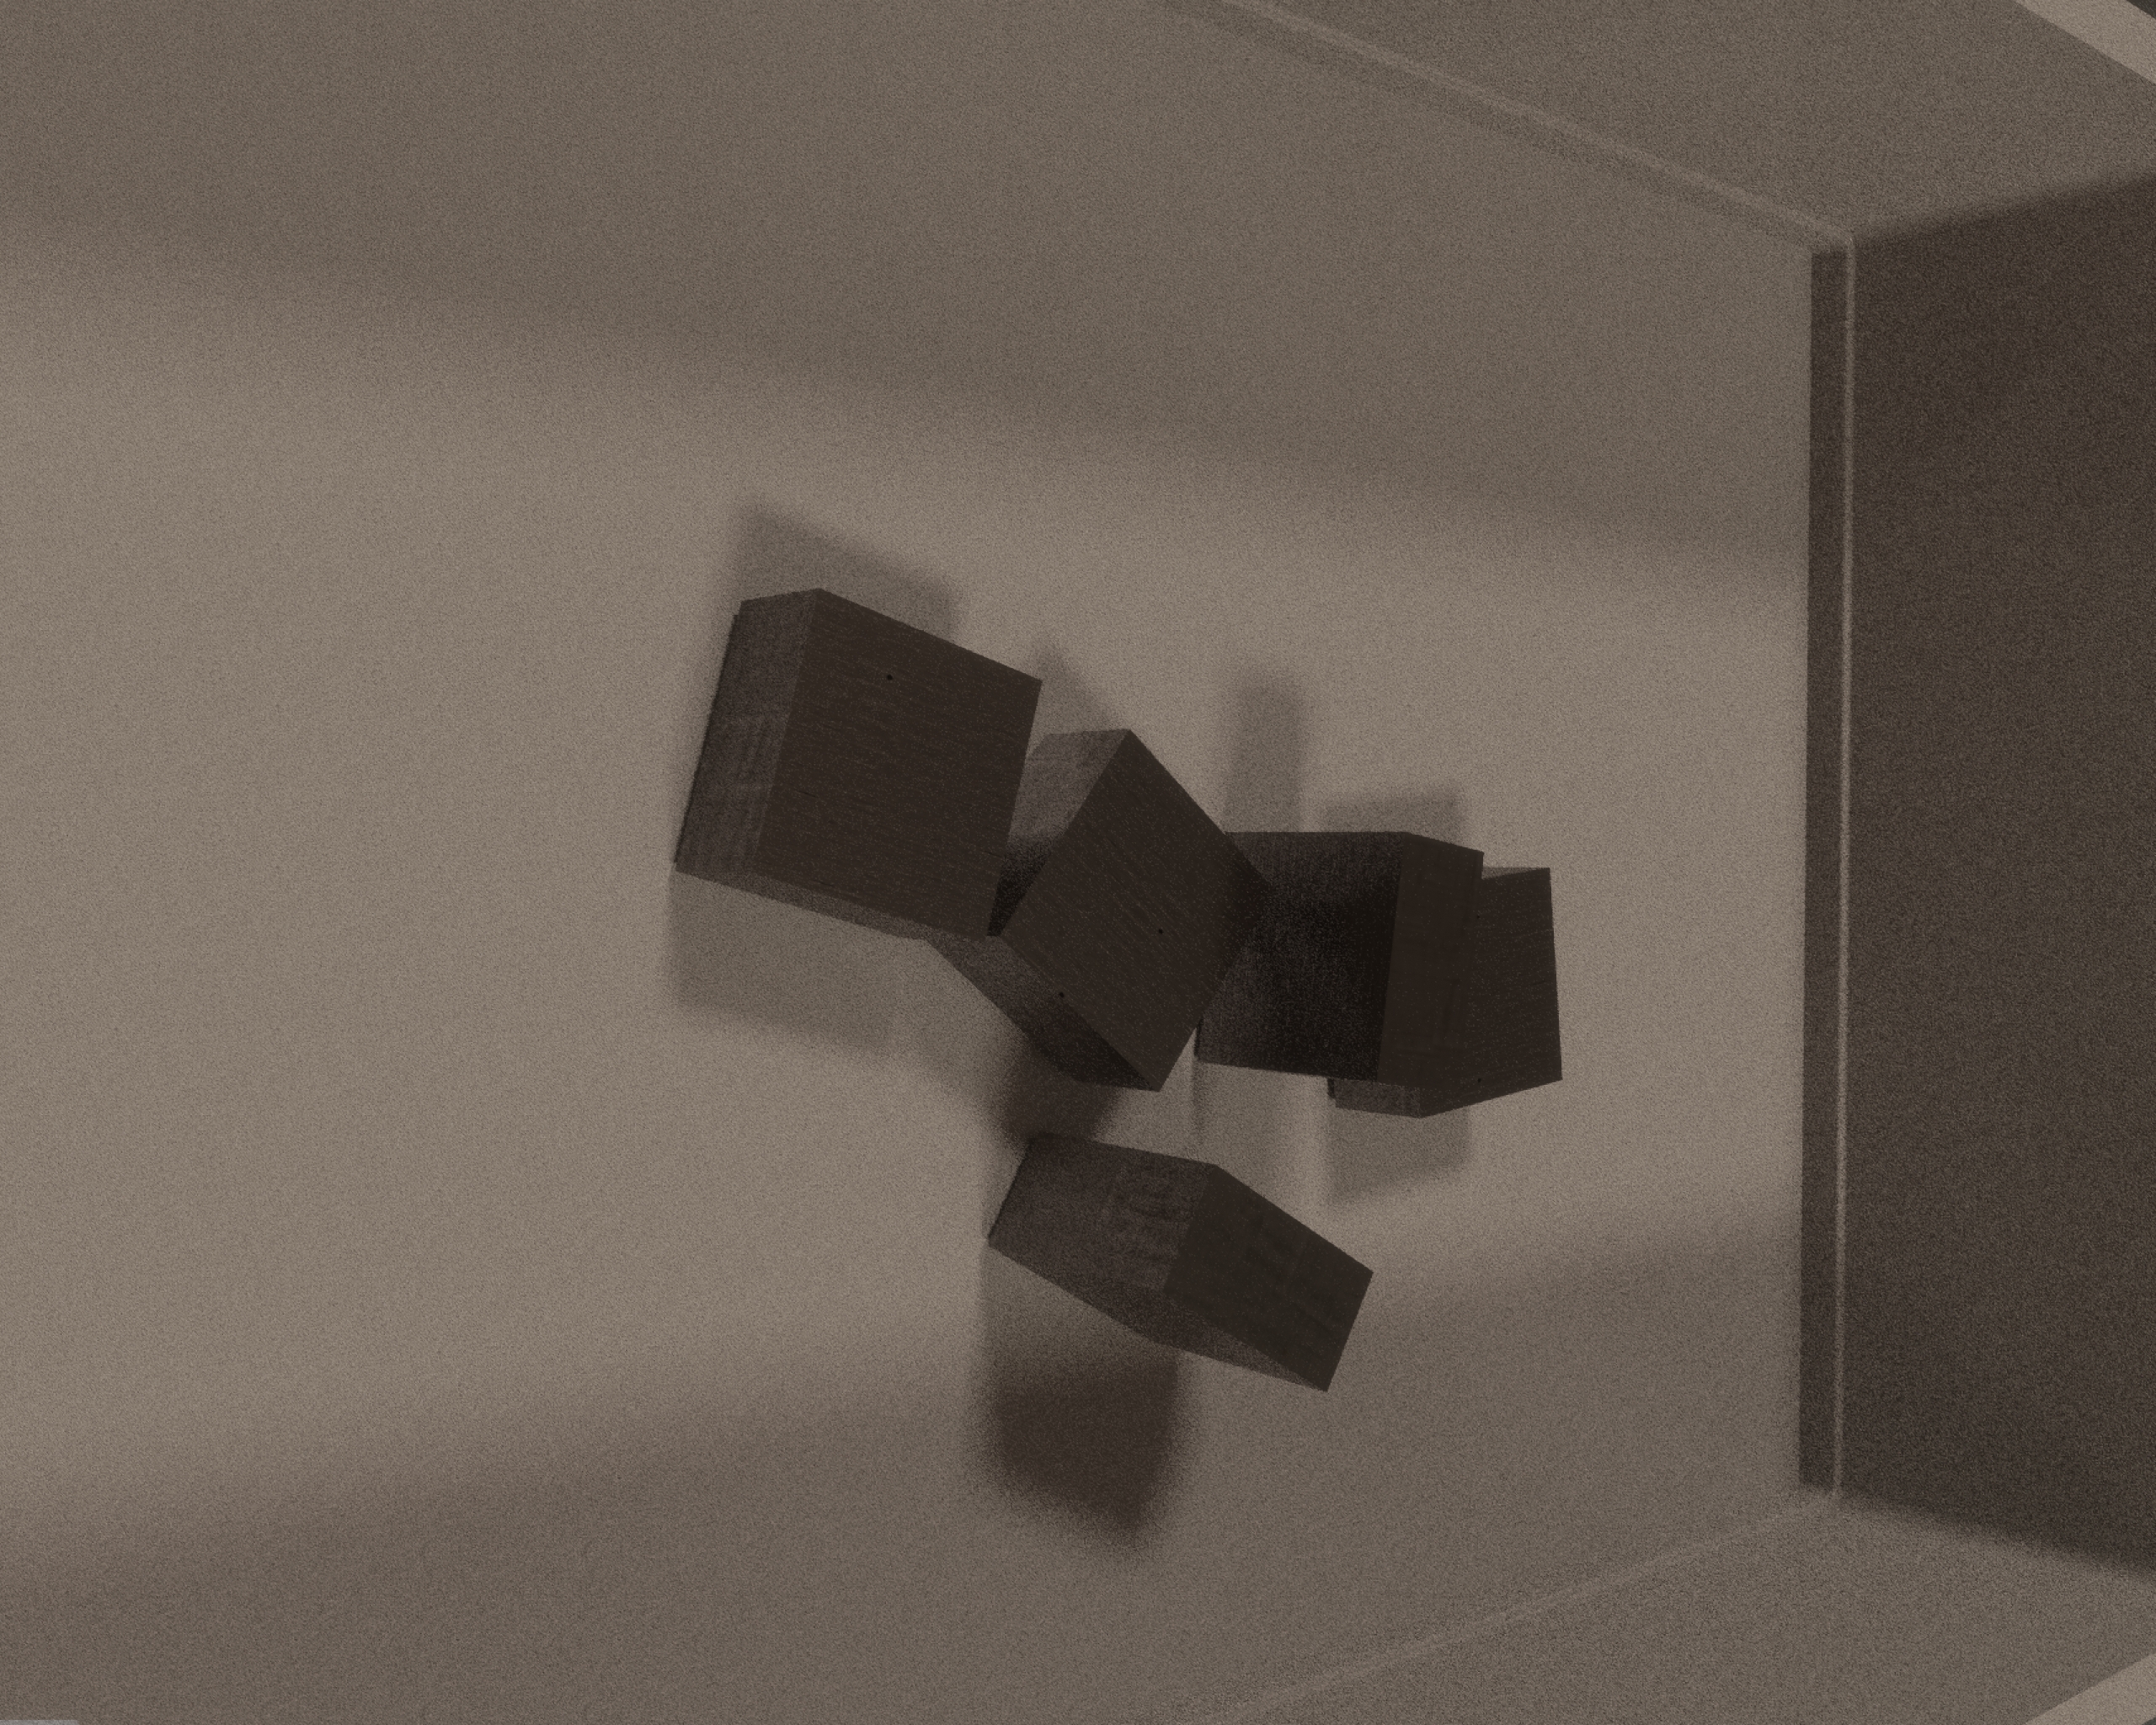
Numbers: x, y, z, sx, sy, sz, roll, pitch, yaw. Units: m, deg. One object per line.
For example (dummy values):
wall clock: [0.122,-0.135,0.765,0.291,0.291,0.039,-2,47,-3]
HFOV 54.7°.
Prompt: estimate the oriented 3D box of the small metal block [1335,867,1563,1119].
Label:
small metal block: [0.084,0.028,0.477,0.050,0.025,0.050,-7,95,-40]

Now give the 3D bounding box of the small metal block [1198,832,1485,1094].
small metal block: [0.055,0.020,0.436,0.025,0.050,0.050,13,82,-40]

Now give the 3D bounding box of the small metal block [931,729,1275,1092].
small metal block: [0.005,0.009,0.409,0.050,0.025,0.050,46,62,-30]

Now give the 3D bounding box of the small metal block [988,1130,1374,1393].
small metal block: [0.020,0.077,0.406,0.050,0.050,0.025,38,68,-35]

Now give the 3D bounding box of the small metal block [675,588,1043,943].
small metal block: [-0.038,-0.016,0.373,0.050,0.025,0.050,20,78,-39]
